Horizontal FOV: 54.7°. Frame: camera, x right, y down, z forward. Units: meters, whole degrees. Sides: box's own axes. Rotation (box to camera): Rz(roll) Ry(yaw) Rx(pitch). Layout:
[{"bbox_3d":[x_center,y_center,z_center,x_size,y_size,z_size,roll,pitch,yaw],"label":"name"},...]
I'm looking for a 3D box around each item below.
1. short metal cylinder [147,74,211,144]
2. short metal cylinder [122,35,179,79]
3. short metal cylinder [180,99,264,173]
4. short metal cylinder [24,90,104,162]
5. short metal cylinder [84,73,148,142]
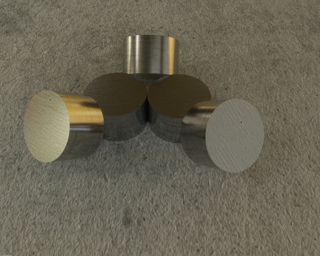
[{"bbox_3d":[0.024,-0.026,0.410,0.080,0.050,0.080,0,50,0],"label":"short metal cylinder"},{"bbox_3d":[-0.013,-0.098,0.444,0.080,0.080,0.050,1,93,1],"label":"short metal cylinder"},{"bbox_3d":[0.071,0.007,0.355,0.081,0.080,0.050,-30,15,-23],"label":"short metal cylinder"},{"bbox_3d":[-0.112,-0.002,0.362,0.080,0.080,0.050,39,20,28],"label":"short metal cylinder"},{"bbox_3d":[-0.056,-0.029,0.412,0.080,0.050,0.080,0,50,0],"label":"short metal cylinder"}]
